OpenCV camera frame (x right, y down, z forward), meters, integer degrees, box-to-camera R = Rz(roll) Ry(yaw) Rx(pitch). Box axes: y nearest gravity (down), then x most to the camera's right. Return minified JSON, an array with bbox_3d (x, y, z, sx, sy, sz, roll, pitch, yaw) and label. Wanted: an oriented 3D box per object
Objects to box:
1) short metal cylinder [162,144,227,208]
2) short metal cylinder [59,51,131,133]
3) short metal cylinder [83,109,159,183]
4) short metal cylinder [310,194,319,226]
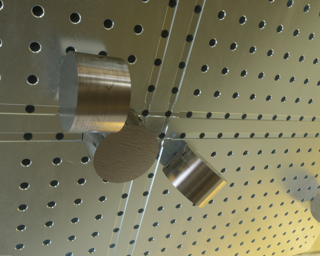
[{"bbox_3d":[0.050,0.068,0.447,0.050,0.080,0.080,-47,130,5],"label":"short metal cylinder"},{"bbox_3d":[-0.069,-0.035,0.317,0.050,0.080,0.079,1,118,-30],"label":"short metal cylinder"},{"bbox_3d":[-0.049,0.021,0.382,0.081,0.050,0.079,-14,124,-21],"label":"short metal cylinder"},{"bbox_3d":[0.399,0.196,0.720,0.080,0.080,0.050,-44,130,2],"label":"short metal cylinder"}]
